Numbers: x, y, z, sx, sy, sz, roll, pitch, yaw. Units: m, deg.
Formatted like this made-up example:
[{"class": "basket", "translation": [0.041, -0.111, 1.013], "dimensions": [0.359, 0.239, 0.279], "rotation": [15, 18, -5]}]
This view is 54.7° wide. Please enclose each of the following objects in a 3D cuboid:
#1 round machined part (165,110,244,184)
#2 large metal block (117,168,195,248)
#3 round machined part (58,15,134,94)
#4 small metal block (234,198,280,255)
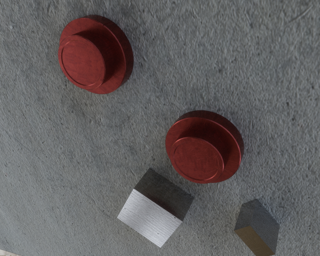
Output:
[{"class": "round machined part", "translation": [0.051, 0.030, 0.387], "dimensions": [0.098, 0.042, 0.097], "rotation": [13, 124, 20]}, {"class": "large metal block", "translation": [-0.007, 0.121, 0.468], "dimensions": [0.080, 0.050, 0.079], "rotation": [33, 129, 6]}, {"class": "round machined part", "translation": [-0.086, -0.087, 0.386], "dimensions": [0.098, 0.042, 0.097], "rotation": [13, 124, 20]}, {"class": "small metal block", "translation": [0.127, 0.130, 0.404], "dimensions": [0.050, 0.050, 0.025], "rotation": [49, 128, -7]}]
